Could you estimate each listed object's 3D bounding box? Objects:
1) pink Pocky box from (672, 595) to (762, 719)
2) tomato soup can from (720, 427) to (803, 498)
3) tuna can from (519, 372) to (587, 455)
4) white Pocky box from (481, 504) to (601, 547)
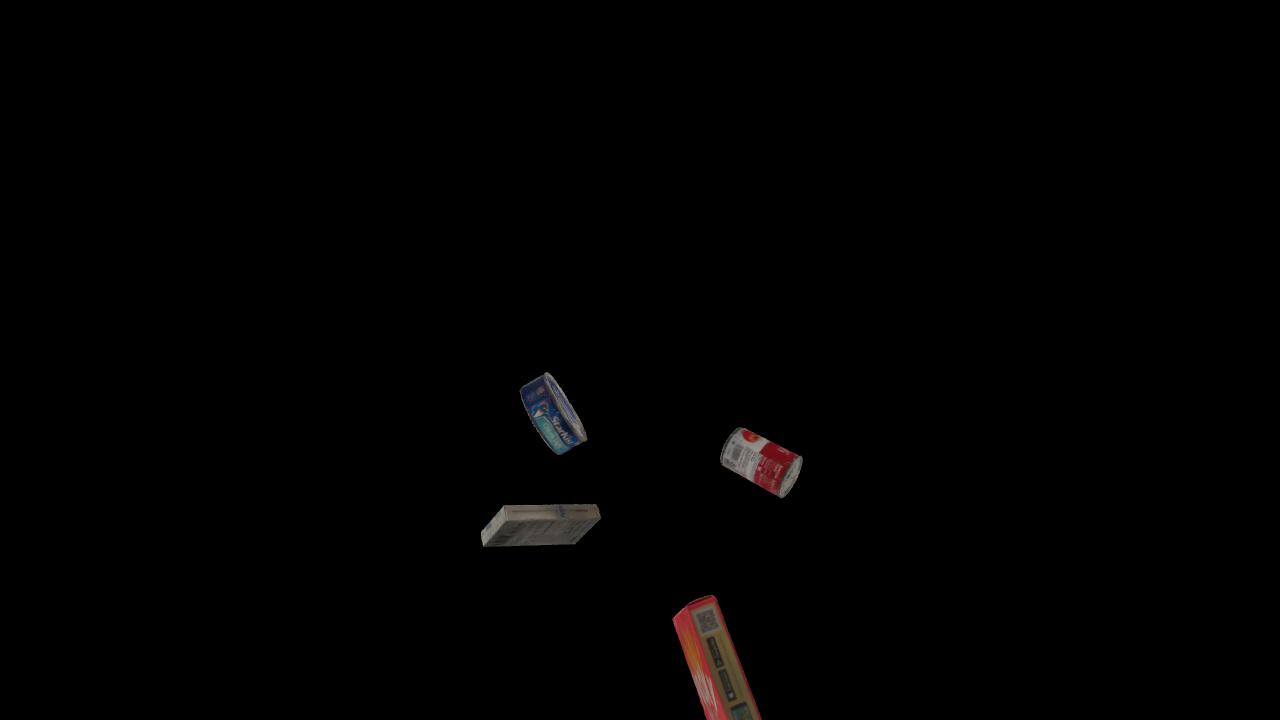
[{"bbox_3d":[0.069,0.276,0.497,0.029,0.155,0.084,-14,-27,-14],"label":"pink Pocky box"},{"bbox_3d":[0.177,0.149,0.904,0.101,0.068,0.068,25,14,31],"label":"tomato soup can"},{"bbox_3d":[-0.091,0.056,0.644,0.034,0.084,0.084,-30,1,-1],"label":"tuna can"},{"bbox_3d":[-0.141,0.239,0.887,0.154,0.028,0.084,10,-46,-37],"label":"white Pocky box"}]
